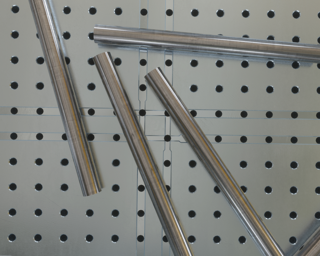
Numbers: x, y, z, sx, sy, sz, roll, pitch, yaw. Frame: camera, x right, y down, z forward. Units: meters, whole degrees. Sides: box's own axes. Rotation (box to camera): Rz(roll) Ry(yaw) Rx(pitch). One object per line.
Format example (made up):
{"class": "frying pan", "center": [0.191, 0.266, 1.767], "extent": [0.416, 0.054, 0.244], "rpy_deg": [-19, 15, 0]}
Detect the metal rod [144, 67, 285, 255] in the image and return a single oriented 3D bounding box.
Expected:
{"class": "metal rod", "center": [0.073, 0.050, 0.414], "extent": [0.025, 0.025, 0.299], "rpy_deg": [-34, 90, 0]}

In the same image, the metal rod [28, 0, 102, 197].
{"class": "metal rod", "center": [-0.130, -0.057, 0.411], "extent": [0.025, 0.025, 0.298], "rpy_deg": [-16, 90, 0]}

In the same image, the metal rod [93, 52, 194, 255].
{"class": "metal rod", "center": [-0.021, 0.042, 0.413], "extent": [0.025, 0.025, 0.299], "rpy_deg": [-22, 90, 0]}

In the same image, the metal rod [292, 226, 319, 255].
{"class": "metal rod", "center": [0.198, 0.171, 0.416], "extent": [0.025, 0.025, 0.300], "rpy_deg": [42, 90, -1]}

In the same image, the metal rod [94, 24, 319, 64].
{"class": "metal rod", "center": [0.065, -0.112, 0.414], "extent": [0.302, 0.025, 0.025], "rpy_deg": [5, 90, -1]}
